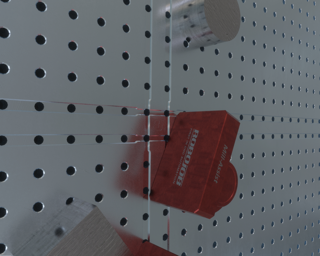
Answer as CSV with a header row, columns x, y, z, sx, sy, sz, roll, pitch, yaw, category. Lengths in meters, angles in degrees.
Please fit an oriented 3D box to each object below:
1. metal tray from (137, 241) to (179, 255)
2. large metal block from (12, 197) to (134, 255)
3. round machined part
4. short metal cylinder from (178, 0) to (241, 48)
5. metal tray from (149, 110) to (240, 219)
x,y,z,sx,sy,sz,roll,pitch,yaw,category
0.010,0.193,0.350,0.030,0.130,0.090,43,64,-32,metal tray
-0.086,0.133,0.321,0.080,0.050,0.080,-43,116,-31,large metal block
0.080,0.081,0.465,0.099,0.042,0.097,0,90,-40,round machined part
0.073,-0.162,0.454,0.081,0.050,0.079,0,90,-40,short metal cylinder
0.044,0.042,0.403,0.030,0.090,0.130,31,71,-36,metal tray
